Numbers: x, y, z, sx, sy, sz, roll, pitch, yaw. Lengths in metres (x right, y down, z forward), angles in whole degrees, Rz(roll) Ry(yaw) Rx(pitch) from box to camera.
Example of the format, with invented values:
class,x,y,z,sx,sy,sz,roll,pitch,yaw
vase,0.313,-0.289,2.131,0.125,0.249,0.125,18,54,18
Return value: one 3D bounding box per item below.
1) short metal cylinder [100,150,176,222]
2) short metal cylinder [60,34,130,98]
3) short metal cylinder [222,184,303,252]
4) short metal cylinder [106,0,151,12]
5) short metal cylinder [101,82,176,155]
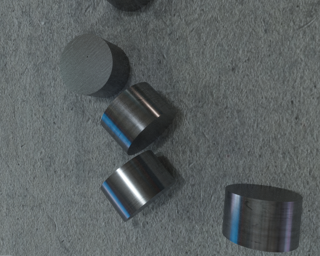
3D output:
class,x,y,z,sx,sy,sz,roll,pitch,yaw
short metal cylinder,-0.027,0.072,0.389,0.080,0.080,0.050,-43,77,15
short metal cylinder,-0.089,-0.083,0.427,0.080,0.050,0.080,0,90,20
short metal cylinder,0.111,0.095,0.340,0.080,0.080,0.050,5,92,20
short metal cylinder,-0.049,-0.204,0.413,0.080,0.050,0.080,0,90,20
short metal cylinder,-0.026,-0.011,0.389,0.050,0.080,0.080,46,104,14
